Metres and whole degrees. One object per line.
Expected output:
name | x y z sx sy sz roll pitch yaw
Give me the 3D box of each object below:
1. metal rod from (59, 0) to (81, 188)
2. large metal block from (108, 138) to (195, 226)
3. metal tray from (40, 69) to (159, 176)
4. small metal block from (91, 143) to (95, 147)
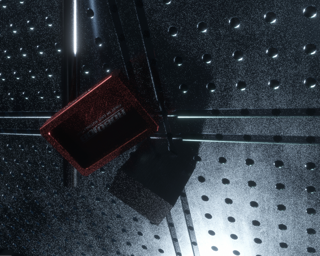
metal rod | -0.120 -0.047 0.418 0.025 0.025 0.298 17 118 18
large metal block | -0.010 0.070 0.423 0.080 0.080 0.050 34 129 5
metal tray | -0.078 -0.004 0.406 0.130 0.030 0.090 -33 111 16
small metal block | -0.112 0.002 0.469 0.050 0.025 0.050 -8 115 31
